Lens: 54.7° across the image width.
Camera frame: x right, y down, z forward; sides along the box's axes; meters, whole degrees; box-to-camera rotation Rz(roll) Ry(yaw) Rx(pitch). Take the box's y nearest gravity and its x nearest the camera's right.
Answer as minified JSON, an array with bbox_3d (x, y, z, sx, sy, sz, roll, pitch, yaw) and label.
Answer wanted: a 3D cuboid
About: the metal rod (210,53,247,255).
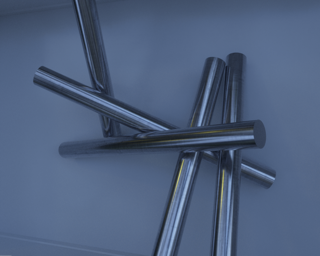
[{"bbox_3d":[0.071,0.051,0.321,0.025,0.025,0.299,1,66,19],"label":"metal rod"}]

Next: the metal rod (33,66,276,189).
[{"bbox_3d":[-0.007,-0.001,0.368,0.301,0.025,0.025,24,98,1],"label":"metal rod"}]

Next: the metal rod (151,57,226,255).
[{"bbox_3d":[0.025,0.058,0.327,0.025,0.025,0.299,11,71,19],"label":"metal rod"}]

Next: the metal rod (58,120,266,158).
[{"bbox_3d":[-0.027,0.019,0.362,0.300,0.025,0.025,-7,88,41],"label":"metal rod"}]

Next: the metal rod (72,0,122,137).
[{"bbox_3d":[-0.078,-0.100,0.360,0.025,0.025,0.298,4,122,19],"label":"metal rod"}]
